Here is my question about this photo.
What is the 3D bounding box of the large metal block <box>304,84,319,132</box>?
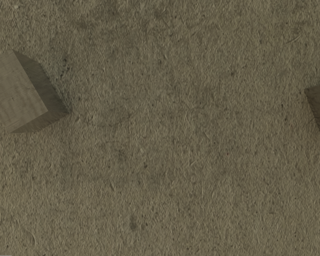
[{"bbox_3d":[0.249,-0.030,0.399,0.080,0.050,0.080,-21,90,0],"label":"large metal block"}]

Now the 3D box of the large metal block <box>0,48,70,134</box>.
[{"bbox_3d":[-0.165,-0.041,0.381,0.050,0.080,0.080,-30,90,0],"label":"large metal block"}]
